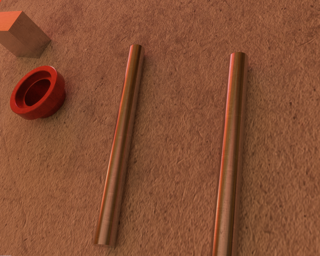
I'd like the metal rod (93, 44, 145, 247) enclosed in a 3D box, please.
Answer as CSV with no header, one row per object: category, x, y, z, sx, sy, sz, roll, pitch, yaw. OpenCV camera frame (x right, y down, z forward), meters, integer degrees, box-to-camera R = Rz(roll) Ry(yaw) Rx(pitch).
metal rod,-0.050,0.004,0.425,0.025,0.025,0.299,-8,58,24

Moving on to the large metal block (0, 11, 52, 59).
large metal block,-0.287,-0.189,0.632,0.080,0.080,0.050,11,68,32

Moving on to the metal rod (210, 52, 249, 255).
metal rod,0.077,0.040,0.338,0.025,0.025,0.299,-3,60,26

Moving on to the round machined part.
round machined part,-0.203,-0.056,0.531,0.098,0.042,0.098,-13,56,20
